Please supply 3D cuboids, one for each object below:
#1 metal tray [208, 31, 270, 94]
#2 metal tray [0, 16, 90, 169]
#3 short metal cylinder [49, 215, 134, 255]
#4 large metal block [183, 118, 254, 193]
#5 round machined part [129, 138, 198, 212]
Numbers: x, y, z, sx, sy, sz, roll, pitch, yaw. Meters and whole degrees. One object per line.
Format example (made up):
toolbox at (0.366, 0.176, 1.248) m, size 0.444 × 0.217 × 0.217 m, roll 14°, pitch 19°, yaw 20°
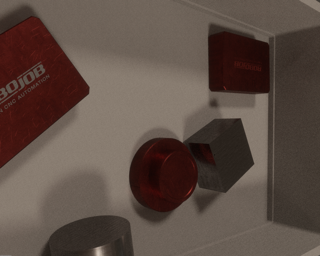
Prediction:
metal tray at (0.136, -0.105, 0.520) m, size 0.131 × 0.030 × 0.089 m, roll -2°, pitch 92°, yaw -40°
metal tray at (-0.141, -0.031, 0.286) m, size 0.131 × 0.030 × 0.090 m, roll -48°, pitch 119°, yaw -29°
short metal cylinder at (-0.068, 0.129, 0.316) m, size 0.081 × 0.080 × 0.050 m, roll -11°, pitch 97°, yaw -40°
large metal block at (0.091, 0.039, 0.469) m, size 0.081 × 0.050 × 0.080 m, roll -33°, pitch 111°, yaw -35°
round machined part at (0.012, 0.062, 0.408) m, size 0.099 × 0.042 × 0.097 m, roll 0°, pitch 90°, yaw -40°
